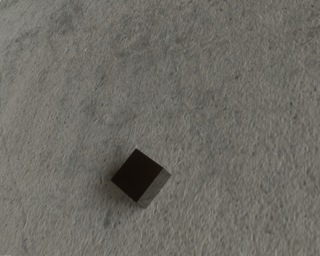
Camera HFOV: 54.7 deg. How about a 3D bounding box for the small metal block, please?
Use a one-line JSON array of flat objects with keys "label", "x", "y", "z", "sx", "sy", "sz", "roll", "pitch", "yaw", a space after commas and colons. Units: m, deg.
[{"label": "small metal block", "x": -0.023, "y": 0.061, "z": 0.378, "sx": 0.050, "sy": 0.025, "sz": 0.050, "roll": 31, "pitch": 79, "yaw": 37}]
